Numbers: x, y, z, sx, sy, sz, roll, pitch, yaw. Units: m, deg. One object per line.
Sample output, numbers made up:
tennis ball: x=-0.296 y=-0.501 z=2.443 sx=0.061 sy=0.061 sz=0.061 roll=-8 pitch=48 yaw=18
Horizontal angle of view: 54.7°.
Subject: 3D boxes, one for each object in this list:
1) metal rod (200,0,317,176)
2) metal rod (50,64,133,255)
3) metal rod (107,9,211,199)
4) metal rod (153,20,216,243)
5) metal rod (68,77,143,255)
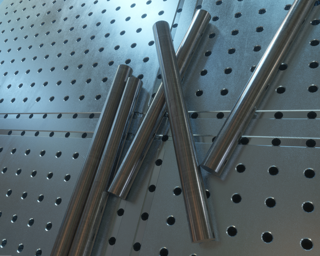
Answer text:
metal rod: x=0.134 y=-0.076 z=0.383 sx=0.025 sy=0.025 sz=0.300 roll=22 pitch=73 yaw=36
metal rod: x=-0.089 y=0.038 z=0.429 sx=0.025 sy=0.025 sz=0.300 roll=0 pitch=62 yaw=28
metal rod: x=0.006 y=-0.045 z=0.431 sx=0.025 sy=0.025 sz=0.300 roll=13 pitch=68 yaw=33
metal rod: x=0.023 y=-0.016 z=0.383 sx=0.025 sy=0.025 sz=0.299 roll=-18 pitch=61 yaw=17
metal rod: x=-0.072 y=0.061 z=0.406 sx=0.025 sy=0.025 sz=0.300 roll=0 pitch=62 yaw=28
